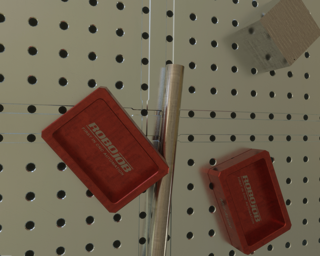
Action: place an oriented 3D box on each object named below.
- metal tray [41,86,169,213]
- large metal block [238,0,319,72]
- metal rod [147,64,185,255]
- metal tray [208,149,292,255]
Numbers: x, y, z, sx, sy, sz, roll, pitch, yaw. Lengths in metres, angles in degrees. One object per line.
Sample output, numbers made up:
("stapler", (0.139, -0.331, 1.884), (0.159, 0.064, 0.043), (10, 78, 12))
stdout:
("metal tray", (-0.063, 0.026, 0.373), (0.090, 0.030, 0.130), (-38, 103, 1))
("large metal block", (0.180, -0.144, 0.465), (0.080, 0.050, 0.080), (-44, 104, -15))
("metal rod", (0.006, 0.065, 0.414), (0.025, 0.025, 0.298), (6, 88, -20))
("metal tray", (0.135, 0.106, 0.459), (0.091, 0.030, 0.129), (-22, 98, -19))
